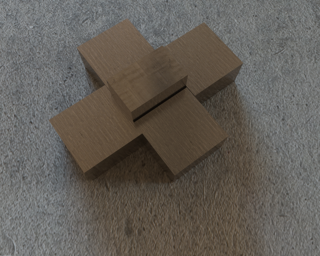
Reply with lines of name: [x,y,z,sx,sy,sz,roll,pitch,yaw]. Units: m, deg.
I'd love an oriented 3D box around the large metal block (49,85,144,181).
large metal block: [-0.077,0.007,0.392,0.080,0.050,0.080,-35,74,-12]

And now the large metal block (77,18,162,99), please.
large metal block: [-0.053,-0.089,0.427,0.080,0.050,0.080,-35,74,-12]

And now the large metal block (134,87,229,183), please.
large metal block: [0.025,0.010,0.392,0.080,0.050,0.080,-35,74,-12]

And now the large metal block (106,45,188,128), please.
large metal block: [-0.015,-0.045,0.396,0.080,0.080,0.050,-35,74,-12]

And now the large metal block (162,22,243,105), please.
large metal block: [0.052,-0.084,0.426,0.080,0.050,0.080,-35,74,-12]
